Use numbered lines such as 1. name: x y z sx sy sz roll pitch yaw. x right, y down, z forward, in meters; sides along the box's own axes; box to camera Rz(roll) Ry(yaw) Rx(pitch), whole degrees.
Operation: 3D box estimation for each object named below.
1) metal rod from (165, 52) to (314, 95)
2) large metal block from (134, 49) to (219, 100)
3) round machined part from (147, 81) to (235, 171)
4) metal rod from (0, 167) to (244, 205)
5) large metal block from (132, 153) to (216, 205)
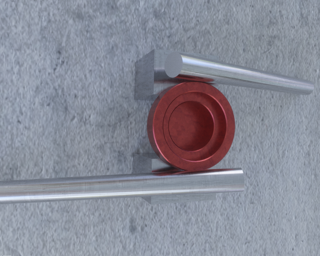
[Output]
1. metal rod: 0.125 -0.063 0.401 0.302 0.025 0.025 -1 91 -42
2. large metal block: 0.017 -0.061 0.388 0.081 0.080 0.050 1 90 -20
3. round machined part: 0.032 -0.002 0.351 0.099 0.042 0.097 0 90 -21
4. metal rod: -0.066 0.063 0.328 0.302 0.025 0.025 -4 92 2
5. large metal block: 0.015 0.059 0.387 0.081 0.080 0.050 1 90 -20
